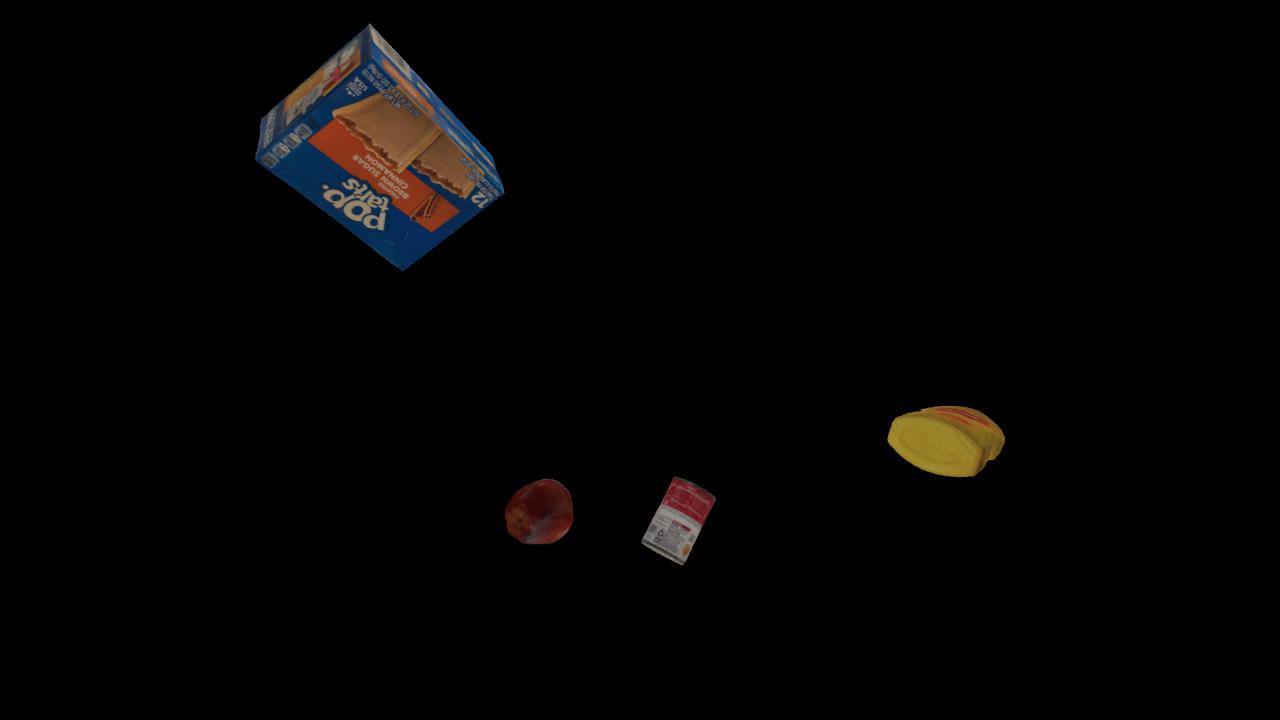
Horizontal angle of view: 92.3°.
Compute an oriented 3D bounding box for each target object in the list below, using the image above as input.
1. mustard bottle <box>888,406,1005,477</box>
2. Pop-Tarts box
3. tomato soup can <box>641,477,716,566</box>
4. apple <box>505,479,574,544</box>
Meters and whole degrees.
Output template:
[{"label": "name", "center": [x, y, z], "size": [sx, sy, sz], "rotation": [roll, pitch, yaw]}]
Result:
[{"label": "mustard bottle", "center": [0.346, 0.082, 0.674], "size": [0.092, 0.054, 0.184], "rotation": [16, 12, 39]}, {"label": "Pop-Tarts box", "center": [-0.243, -0.195, 0.592], "size": [0.141, 0.083, 0.167], "rotation": [-33, -42, 11]}, {"label": "tomato soup can", "center": [0.053, 0.222, 0.849], "size": [0.068, 0.101, 0.068], "rotation": [26, -18, 9]}, {"label": "apple", "center": [-0.121, 0.186, 0.752], "size": [0.079, 0.079, 0.093], "rotation": [0, -1, 29]}]
